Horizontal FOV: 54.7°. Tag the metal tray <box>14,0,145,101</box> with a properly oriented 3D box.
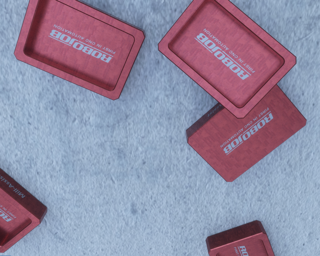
[{"bbox_3d":[-0.093,-0.100,0.368,0.131,0.030,0.089,23,108,-9],"label":"metal tray"}]

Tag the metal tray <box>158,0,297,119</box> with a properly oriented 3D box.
[{"bbox_3d":[0.075,-0.085,0.357,0.130,0.030,0.090,41,105,2],"label":"metal tray"}]

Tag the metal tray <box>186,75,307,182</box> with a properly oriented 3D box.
[{"bbox_3d":[0.110,0.000,0.409,0.130,0.030,0.090,-42,106,13],"label":"metal tray"}]

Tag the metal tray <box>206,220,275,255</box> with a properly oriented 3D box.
[{"bbox_3d":[0.137,0.217,0.489,0.090,0.030,0.129,-22,109,7],"label":"metal tray"}]

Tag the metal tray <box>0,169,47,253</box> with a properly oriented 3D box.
[{"bbox_3d":[-0.243,0.109,0.443,0.090,0.030,0.130,-39,106,13],"label":"metal tray"}]
